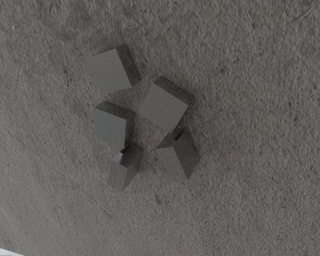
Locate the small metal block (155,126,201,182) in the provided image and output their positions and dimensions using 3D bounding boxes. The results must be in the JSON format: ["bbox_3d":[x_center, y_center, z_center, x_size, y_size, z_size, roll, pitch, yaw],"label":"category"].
[{"bbox_3d":[0.025,0.033,0.398,0.025,0.050,0.050,-11,113,33],"label":"small metal block"}]

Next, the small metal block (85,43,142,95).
[{"bbox_3d":[-0.059,-0.074,0.392,0.050,0.025,0.050,-9,114,32],"label":"small metal block"}]

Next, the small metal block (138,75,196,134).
[{"bbox_3d":[0.008,-0.029,0.385,0.050,0.025,0.050,33,129,6],"label":"small metal block"}]

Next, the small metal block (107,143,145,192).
[{"bbox_3d":[-0.050,0.056,0.452,0.025,0.050,0.050,26,128,12],"label":"small metal block"}]

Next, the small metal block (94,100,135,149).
[{"bbox_3d":[-0.065,-0.005,0.438,0.050,0.025,0.050,20,126,16],"label":"small metal block"}]
